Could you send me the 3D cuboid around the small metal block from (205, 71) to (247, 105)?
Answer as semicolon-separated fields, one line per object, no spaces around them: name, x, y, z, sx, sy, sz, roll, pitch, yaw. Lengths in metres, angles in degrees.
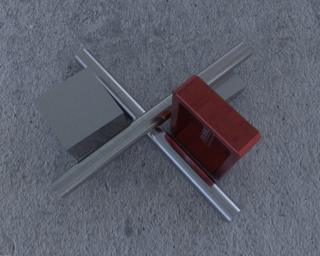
small metal block;0.083;-0.059;0.432;0.050;0.025;0.050;-34;74;-12

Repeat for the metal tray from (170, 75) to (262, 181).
metal tray;0.054;0.007;0.351;0.030;0.130;0.090;-41;75;-13

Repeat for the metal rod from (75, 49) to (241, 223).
metal rod;-0.012;0.000;0.409;0.025;0.025;0.300;-40;75;-13

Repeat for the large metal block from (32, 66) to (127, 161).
large metal block;-0.100;-0.018;0.400;0.080;0.050;0.080;-35;74;-12

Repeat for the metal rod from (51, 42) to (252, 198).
metal rod;-0.001;-0.018;0.389;0.301;0.025;0.025;-37;75;-13
